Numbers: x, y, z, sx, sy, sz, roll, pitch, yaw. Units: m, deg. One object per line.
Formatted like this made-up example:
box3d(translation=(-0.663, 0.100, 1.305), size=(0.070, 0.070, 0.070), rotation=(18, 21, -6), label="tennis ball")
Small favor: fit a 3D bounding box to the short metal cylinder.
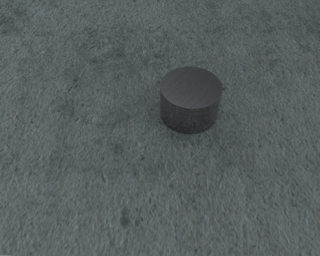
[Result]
box3d(translation=(0.040, -0.038, 0.420), size=(0.081, 0.050, 0.080), rotation=(0, 50, 0), label="short metal cylinder")
